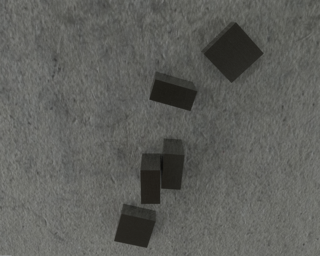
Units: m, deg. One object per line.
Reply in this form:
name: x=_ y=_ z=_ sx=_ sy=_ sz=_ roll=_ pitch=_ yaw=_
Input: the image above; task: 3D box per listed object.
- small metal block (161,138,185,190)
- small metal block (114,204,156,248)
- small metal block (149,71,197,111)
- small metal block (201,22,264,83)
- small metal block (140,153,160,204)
small metal block: x=0.016 y=0.047 z=0.414 sx=0.025 sy=0.050 sz=0.050 roll=4 pitch=110 yaw=-2
small metal block: x=-0.037 y=0.146 z=0.463 sx=0.050 sy=0.025 sz=0.050 roll=14 pitch=109 yaw=-6
small metal block: x=0.015 y=-0.046 z=0.380 sx=0.050 sy=0.050 sz=0.025 roll=15 pitch=109 yaw=-6
small metal block: x=0.087 y=-0.092 z=0.377 sx=0.050 sy=0.025 sz=0.050 roll=43 pitch=104 yaw=-15
small metal block: x=-0.012 y=0.068 z=0.421 sx=0.025 sy=0.050 sz=0.050 roll=0 pitch=110 yaw=0
